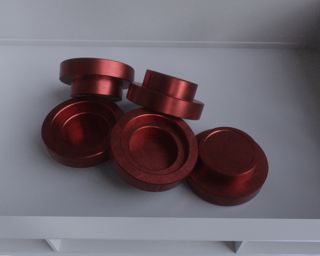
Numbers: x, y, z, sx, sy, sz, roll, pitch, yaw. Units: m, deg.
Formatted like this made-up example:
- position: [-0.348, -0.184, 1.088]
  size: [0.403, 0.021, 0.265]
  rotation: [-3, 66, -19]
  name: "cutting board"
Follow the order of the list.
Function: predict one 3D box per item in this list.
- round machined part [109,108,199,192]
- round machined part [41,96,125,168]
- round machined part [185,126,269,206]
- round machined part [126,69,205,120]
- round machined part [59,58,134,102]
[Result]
- position: [-0.009, 0.028, 0.353]
  size: [0.099, 0.042, 0.098]
  rotation: [8, 55, -11]
  name: "round machined part"
- position: [-0.090, 0.009, 0.382]
  size: [0.099, 0.042, 0.098]
  rotation: [0, 50, 0]
  name: "round machined part"
- position: [0.077, 0.037, 0.361]
  size: [0.099, 0.042, 0.098]
  rotation: [0, 50, 0]
  name: "round machined part"
- position: [0.010, -0.045, 0.395]
  size: [0.099, 0.042, 0.098]
  rotation: [16, 10, -3]
  name: "round machined part"
- position: [-0.085, -0.060, 0.418]
  size: [0.099, 0.098, 0.042]
  rotation: [2, 86, 1]
  name: "round machined part"
